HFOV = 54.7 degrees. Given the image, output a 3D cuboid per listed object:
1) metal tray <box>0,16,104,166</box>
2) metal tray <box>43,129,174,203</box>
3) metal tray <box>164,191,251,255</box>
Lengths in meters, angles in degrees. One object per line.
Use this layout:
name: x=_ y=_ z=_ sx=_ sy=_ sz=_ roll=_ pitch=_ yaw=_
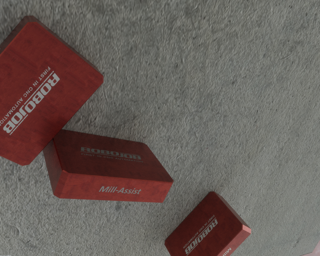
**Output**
metal tray: x=-0.133 y=-0.033 z=0.311 sx=0.130 sy=0.030 sz=0.090 roll=-47 pitch=129 yaw=5
metal tray: x=-0.060 y=0.044 z=0.358 sx=0.131 sy=0.090 sz=0.030 roll=12 pitch=112 yaw=-33
metal tray: x=0.076 y=0.183 z=0.519 sx=0.130 sy=0.090 sz=0.030 roll=-49 pitch=129 yaw=6
